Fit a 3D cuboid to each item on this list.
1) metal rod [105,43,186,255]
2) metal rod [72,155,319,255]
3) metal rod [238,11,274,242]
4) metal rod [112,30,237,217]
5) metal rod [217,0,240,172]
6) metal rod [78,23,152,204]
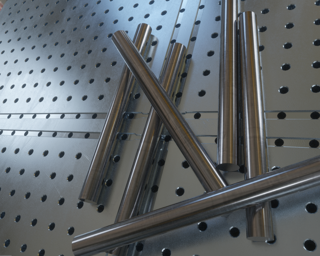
[{"bbox_3d":[-0.011,0.011,0.408,0.025,0.025,0.300,2,63,29],"label":"metal rod"},{"bbox_3d":[0.046,0.077,0.304,0.300,0.025,0.025,-22,54,15],"label":"metal rod"},{"bbox_3d":[0.109,-0.025,0.366,0.025,0.025,0.300,-8,58,24],"label":"metal rod"},{"bbox_3d":[0.006,-0.026,0.393,0.025,0.025,0.299,-35,60,6],"label":"metal rod"},{"bbox_3d":[0.092,-0.087,0.413,0.025,0.025,0.300,-7,58,25],"label":"metal rod"},{"bbox_3d":[-0.060,-0.037,0.463,0.025,0.025,0.300,0,61,28],"label":"metal rod"}]
